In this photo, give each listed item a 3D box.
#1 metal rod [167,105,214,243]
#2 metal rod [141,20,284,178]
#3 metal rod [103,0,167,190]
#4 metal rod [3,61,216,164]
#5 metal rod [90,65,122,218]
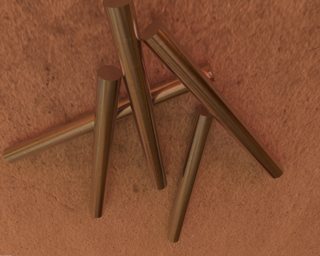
[{"bbox_3d":[0.042,0.091,0.485,0.025,0.025,0.298,4,130,-4],"label":"metal rod"},{"bbox_3d":[0.083,-0.012,0.373,0.025,0.025,0.301,-31,132,23],"label":"metal rod"},{"bbox_3d":[-0.018,-0.010,0.366,0.025,0.025,0.299,-5,140,4],"label":"metal rod"},{"bbox_3d":[-0.076,-0.013,0.395,0.301,0.025,0.025,-21,127,16],"label":"metal rod"},{"bbox_3d":[-0.079,0.043,0.418,0.025,0.025,0.298,8,137,-7],"label":"metal rod"}]
